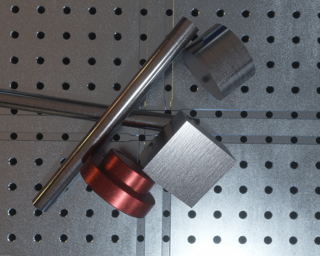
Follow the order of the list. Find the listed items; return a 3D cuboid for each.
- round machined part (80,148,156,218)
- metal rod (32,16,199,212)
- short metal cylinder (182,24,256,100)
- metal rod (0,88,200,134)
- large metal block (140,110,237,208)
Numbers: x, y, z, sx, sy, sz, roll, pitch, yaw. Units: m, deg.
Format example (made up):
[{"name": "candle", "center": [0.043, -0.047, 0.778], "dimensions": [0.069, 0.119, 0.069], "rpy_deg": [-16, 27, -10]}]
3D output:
[{"name": "round machined part", "center": [-0.044, 0.061, 0.376], "dimensions": [0.098, 0.098, 0.042], "rpy_deg": [37, 90, -1]}, {"name": "metal rod", "center": [-0.060, -0.011, 0.387], "dimensions": [0.025, 0.025, 0.299], "rpy_deg": [41, 98, -1]}, {"name": "short metal cylinder", "center": [0.072, -0.081, 0.387], "dimensions": [0.050, 0.080, 0.080], "rpy_deg": [-38, 91, 0]}, {"name": "metal rod", "center": [-0.099, -0.023, 0.412], "dimensions": [0.302, 0.025, 0.025], "rpy_deg": [9, 90, -1]}, {"name": "large metal block", "center": [0.032, 0.037, 0.385], "dimensions": [0.080, 0.050, 0.080], "rpy_deg": [38, 101, -15]}]
